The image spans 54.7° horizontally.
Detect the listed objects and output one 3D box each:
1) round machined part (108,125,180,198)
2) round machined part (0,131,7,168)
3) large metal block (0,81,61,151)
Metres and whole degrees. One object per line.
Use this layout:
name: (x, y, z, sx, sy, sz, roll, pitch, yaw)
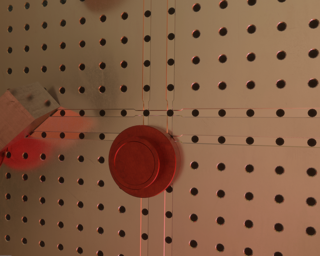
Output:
round machined part: (-0.026, 0.045, 0.413, 0.098, 0.042, 0.097, 0, 90, 20)
round machined part: (-0.265, 0.029, 0.478, 0.042, 0.098, 0.097, 12, 95, -16)
large metal block: (-0.205, -0.018, 0.448, 0.080, 0.080, 0.050, -38, 99, 15)
